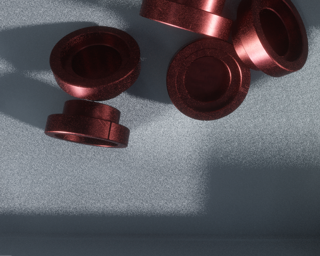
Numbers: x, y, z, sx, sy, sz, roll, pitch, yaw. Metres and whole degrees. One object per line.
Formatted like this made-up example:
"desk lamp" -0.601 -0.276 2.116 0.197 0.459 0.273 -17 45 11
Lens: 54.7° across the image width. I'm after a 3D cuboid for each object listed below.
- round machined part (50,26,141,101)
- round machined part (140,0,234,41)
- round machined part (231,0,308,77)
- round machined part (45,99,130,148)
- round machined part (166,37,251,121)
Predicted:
"round machined part" -0.071 -0.069 0.356 0.099 0.098 0.042 0 146 -1
"round machined part" 0.031 -0.127 0.326 0.099 0.098 0.042 14 109 -6
"round machined part" 0.119 -0.103 0.347 0.098 0.098 0.042 49 146 -16
"round machined part" -0.085 -0.005 0.377 0.099 0.098 0.042 9 79 -4
"round machined part" 0.057 -0.061 0.381 0.099 0.042 0.097 0 110 -1
